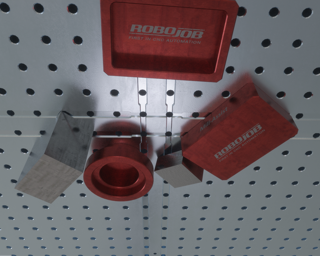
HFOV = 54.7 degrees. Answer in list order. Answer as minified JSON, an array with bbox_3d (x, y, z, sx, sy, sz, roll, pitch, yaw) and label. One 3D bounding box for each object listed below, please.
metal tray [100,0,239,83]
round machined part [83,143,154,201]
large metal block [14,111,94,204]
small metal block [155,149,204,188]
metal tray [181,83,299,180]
[{"bbox_3d":[0.007,-0.097,0.325,0.131,0.030,0.089,3,130,-3],"label":"metal tray"},{"bbox_3d":[-0.058,0.061,0.452,0.099,0.042,0.097,0,130,0],"label":"round machined part"},{"bbox_3d":[-0.137,0.039,0.407,0.050,0.080,0.080,33,123,-25],"label":"large metal block"},{"bbox_3d":[0.029,0.061,0.456,0.050,0.025,0.050,-21,129,36],"label":"small metal block"},{"bbox_3d":[0.103,0.011,0.419,0.090,0.030,0.130,33,123,-25],"label":"metal tray"}]
